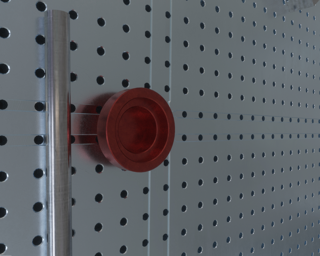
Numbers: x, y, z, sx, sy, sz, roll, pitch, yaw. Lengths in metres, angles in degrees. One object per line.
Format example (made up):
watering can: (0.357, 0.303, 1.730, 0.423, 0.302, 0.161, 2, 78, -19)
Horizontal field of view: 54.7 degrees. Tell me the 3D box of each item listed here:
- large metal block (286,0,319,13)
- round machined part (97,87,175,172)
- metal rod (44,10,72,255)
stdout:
large metal block: (0.297, -0.299, 0.641, 0.080, 0.050, 0.080, -45, 117, -31)
round machined part: (-0.032, 0.002, 0.371, 0.099, 0.042, 0.097, 0, 90, -40)
metal rod: (-0.105, 0.032, 0.321, 0.025, 0.025, 0.298, -1, 91, -40)
